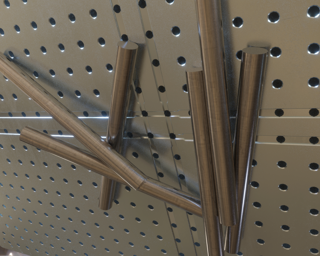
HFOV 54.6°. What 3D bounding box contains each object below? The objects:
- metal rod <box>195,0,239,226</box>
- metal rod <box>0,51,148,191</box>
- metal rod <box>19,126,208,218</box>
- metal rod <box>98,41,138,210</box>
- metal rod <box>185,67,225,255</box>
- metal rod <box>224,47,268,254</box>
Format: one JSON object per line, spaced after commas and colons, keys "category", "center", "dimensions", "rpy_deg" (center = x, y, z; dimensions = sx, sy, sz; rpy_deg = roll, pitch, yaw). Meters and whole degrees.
{"category": "metal rod", "center": [0.065, -0.018, 0.348], "dimensions": [0.025, 0.025, 0.298], "rpy_deg": [2, 114, 27]}
{"category": "metal rod", "center": [-0.139, -0.016, 0.453], "dimensions": [0.300, 0.025, 0.025], "rpy_deg": [39, 129, 10]}
{"category": "metal rod", "center": [-0.063, 0.065, 0.456], "dimensions": [0.301, 0.025, 0.025], "rpy_deg": [22, 127, 3]}
{"category": "metal rod", "center": [-0.067, 0.018, 0.458], "dimensions": [0.025, 0.025, 0.298], "rpy_deg": [24, 127, 13]}
{"category": "metal rod", "center": [0.063, 0.072, 0.402], "dimensions": [0.025, 0.025, 0.298], "rpy_deg": [2, 113, 27]}
{"category": "metal rod", "center": [0.102, 0.050, 0.388], "dimensions": [0.025, 0.025, 0.298], "rpy_deg": [11, 123, 22]}
